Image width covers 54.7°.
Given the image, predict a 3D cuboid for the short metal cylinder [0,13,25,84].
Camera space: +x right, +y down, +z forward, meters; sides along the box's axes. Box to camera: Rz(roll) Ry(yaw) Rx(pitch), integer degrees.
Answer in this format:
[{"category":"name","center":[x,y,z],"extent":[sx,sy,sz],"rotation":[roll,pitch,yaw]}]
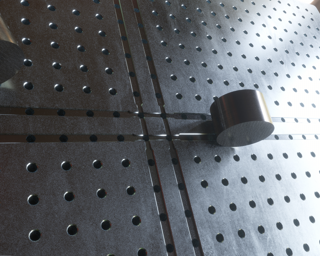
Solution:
[{"category":"short metal cylinder","center":[-0.192,-0.082,0.320],"extent":[0.081,0.080,0.050],"rotation":[-24,75,-37]}]

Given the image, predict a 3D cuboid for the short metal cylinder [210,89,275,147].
[{"category":"short metal cylinder","center":[0.116,-0.012,0.445],"extent":[0.081,0.080,0.050],"rotation":[7,59,-25]}]
